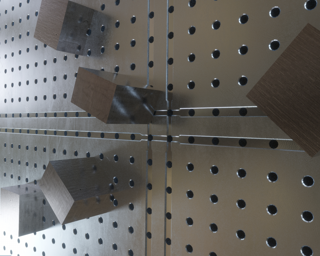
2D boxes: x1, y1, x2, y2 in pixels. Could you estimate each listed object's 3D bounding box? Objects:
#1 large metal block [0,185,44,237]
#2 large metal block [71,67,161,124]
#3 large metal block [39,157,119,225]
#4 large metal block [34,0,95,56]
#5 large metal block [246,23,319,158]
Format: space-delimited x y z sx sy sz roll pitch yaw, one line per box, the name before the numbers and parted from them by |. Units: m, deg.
large metal block | -0.279 0.163 0.626 0.080 0.050 0.080 4 92 40
large metal block | -0.061 -0.043 0.425 0.080 0.081 0.050 28 108 36
large metal block | -0.125 0.093 0.479 0.080 0.081 0.050 46 118 30
large metal block | -0.166 -0.179 0.532 0.080 0.050 0.080 32 110 35
large metal block | 0.141 -0.032 0.277 0.080 0.050 0.080 51 120 28
